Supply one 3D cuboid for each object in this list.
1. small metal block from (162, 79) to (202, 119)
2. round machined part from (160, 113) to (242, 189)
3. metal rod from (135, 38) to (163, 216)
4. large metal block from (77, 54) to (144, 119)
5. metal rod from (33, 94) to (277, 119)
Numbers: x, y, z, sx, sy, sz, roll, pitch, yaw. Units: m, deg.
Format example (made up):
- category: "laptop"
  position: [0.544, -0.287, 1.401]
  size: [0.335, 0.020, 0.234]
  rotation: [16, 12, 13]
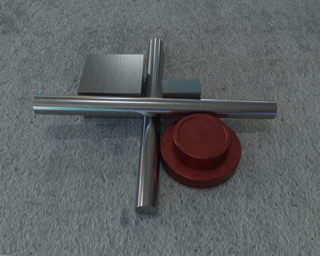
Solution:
- category: "small metal block"
  position: [0.028, -0.039, 0.422]
  size: [0.050, 0.050, 0.025]
  rotation: [-1, 50, -1]
- category: "round machined part"
  position: [0.049, 0.021, 0.376]
  size: [0.099, 0.042, 0.098]
  rotation: [0, 50, 0]
- category: "metal rod"
  position: [-0.011, -0.026, 0.427]
  size: [0.025, 0.025, 0.300]
  rotation: [1, 50, 1]
- category: "large metal block"
  position: [-0.064, -0.059, 0.436]
  size: [0.081, 0.050, 0.080]
  rotation: [1, 50, 0]
- category: "metal rod"
  position: [-0.002, -0.026, 0.394]
  size: [0.302, 0.025, 0.025]
  rotation: [1, 50, -5]
